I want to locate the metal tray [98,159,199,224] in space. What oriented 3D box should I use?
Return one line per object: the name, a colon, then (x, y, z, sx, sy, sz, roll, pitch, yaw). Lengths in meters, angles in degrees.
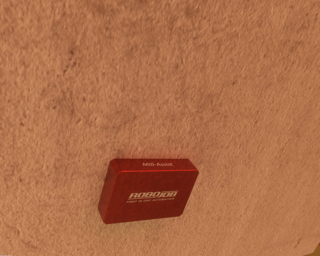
metal tray: (-0.016, 0.090, 0.450, 0.131, 0.030, 0.089, 4, 117, -30)
